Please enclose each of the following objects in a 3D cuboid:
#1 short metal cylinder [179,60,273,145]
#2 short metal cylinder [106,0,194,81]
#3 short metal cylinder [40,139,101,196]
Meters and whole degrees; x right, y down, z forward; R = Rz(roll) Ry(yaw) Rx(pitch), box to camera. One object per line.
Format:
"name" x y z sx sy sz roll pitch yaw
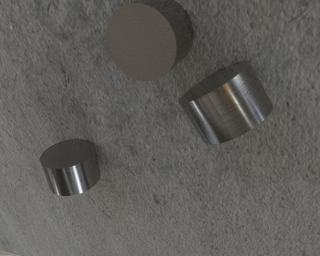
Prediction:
"short metal cylinder" 0.067 -0.027 0.319 0.080 0.080 0.050 -23 106 36
"short metal cylinder" -0.010 -0.097 0.335 0.080 0.050 0.079 13 124 20
"short metal cylinder" -0.137 0.059 0.477 0.080 0.080 0.050 8 122 23
